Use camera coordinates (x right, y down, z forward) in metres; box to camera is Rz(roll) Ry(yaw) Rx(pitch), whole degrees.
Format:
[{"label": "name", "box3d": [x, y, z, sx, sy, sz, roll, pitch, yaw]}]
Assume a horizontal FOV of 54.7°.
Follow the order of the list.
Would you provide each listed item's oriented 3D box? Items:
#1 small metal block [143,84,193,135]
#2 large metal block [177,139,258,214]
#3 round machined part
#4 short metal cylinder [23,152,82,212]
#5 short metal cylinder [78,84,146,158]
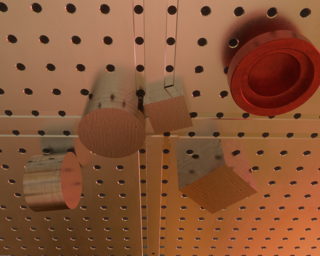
[{"label": "small metal block", "box3d": [0.011, -0.023, 0.392, 0.050, 0.025, 0.050, -13, 129, 10]}, {"label": "large metal block", "box3d": [0.083, 0.074, 0.460, 0.080, 0.050, 0.080, -35, 122, 25]}, {"label": "round machined part", "box3d": [0.125, -0.064, 0.348, 0.099, 0.042, 0.097, -1, 130, 0]}, {"label": "short metal cylinder", "box3d": [-0.149, 0.076, 0.438, 0.050, 0.080, 0.080, -6, 130, 4]}, {"label": "short metal cylinder", "box3d": [-0.057, -0.008, 0.388, 0.081, 0.050, 0.079, 0, 130, 0]}]
